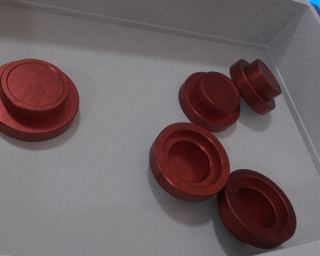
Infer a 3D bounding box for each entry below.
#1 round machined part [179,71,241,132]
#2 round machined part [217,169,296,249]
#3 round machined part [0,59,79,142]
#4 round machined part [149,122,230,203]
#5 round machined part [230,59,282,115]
[{"bbox_3d":[0.081,-0.046,0.466,0.099,0.042,0.098,14,56,-21],"label":"round machined part"},{"bbox_3d":[0.113,0.102,0.383,0.099,0.042,0.098,17,41,-15],"label":"round machined part"},{"bbox_3d":[-0.139,-0.037,0.343,0.099,0.042,0.098,14,56,-21],"label":"round machined part"},{"bbox_3d":[0.032,0.045,0.382,0.099,0.042,0.098,12,54,-18],"label":"round machined part"},{"bbox_3d":[0.160,-0.073,0.504,0.098,0.042,0.098,34,37,-30],"label":"round machined part"}]
